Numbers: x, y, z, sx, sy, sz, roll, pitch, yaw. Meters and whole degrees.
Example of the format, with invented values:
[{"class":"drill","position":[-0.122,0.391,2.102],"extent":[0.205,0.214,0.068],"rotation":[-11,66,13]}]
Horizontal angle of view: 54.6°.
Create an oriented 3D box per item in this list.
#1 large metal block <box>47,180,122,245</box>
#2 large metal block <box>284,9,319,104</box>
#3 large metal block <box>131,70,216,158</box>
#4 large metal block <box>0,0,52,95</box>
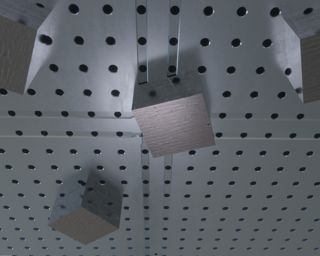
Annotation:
[{"class":"large metal block","position":[-0.123,0.143,0.516],"extent":[0.080,0.050,0.080],"rotation":[-32,123,24]},{"class":"large metal block","position":[0.183,-0.081,0.328],"extent":[0.080,0.050,0.080],"rotation":[-15,129,12]},{"class":"large metal block","position":[0.018,-0.015,0.382],"extent":[0.080,0.050,0.080],"rotation":[-13,129,11]},{"class":"large metal block","position":[-0.166,-0.091,0.316],"extent":[0.080,0.050,0.080],"rotation":[19,128,-16]}]
